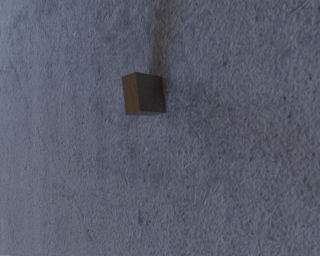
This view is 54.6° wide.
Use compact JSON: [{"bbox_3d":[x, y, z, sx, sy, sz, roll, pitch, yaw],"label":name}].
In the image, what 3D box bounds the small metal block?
[{"bbox_3d":[-0.021,-0.043,0.407,0.025,0.050,0.050,-12,83,39],"label":"small metal block"}]
